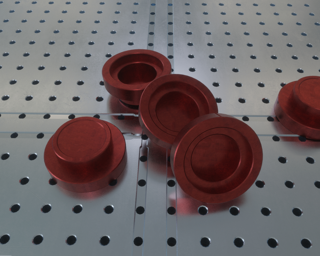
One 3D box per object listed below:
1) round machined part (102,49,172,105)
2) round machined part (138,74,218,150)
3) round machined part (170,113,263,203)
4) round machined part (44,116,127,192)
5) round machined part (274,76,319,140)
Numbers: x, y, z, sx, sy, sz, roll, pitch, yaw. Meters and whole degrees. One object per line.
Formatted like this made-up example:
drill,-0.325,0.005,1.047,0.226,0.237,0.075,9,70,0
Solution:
round machined part,-0.032,-0.071,0.453,0.099,0.042,0.098,-1,46,1
round machined part,0.021,-0.017,0.399,0.099,0.042,0.098,3,67,-8
round machined part,0.060,0.031,0.347,0.099,0.097,0.042,-8,15,-7
round machined part,-0.091,0.024,0.376,0.099,0.042,0.098,0,50,0
round machined part,0.214,-0.035,0.427,0.099,0.042,0.098,0,50,0
